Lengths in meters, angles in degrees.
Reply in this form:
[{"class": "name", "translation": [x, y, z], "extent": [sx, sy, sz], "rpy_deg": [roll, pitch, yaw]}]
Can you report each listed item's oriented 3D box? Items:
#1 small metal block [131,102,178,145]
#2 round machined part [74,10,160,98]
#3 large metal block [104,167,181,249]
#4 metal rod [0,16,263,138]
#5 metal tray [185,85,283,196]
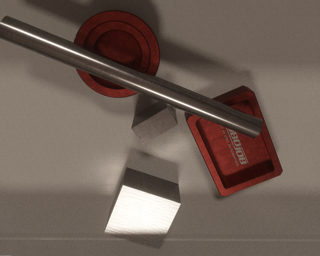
[{"class": "small metal block", "translation": [-0.007, -0.010, 0.394], "extent": [0.050, 0.050, 0.025], "rpy_deg": [-30, 108, 10]}, {"class": "round machined part", "translation": [-0.049, -0.088, 0.369], "extent": [0.099, 0.042, 0.097], "rpy_deg": [0, 110, -1]}, {"class": "large metal block", "translation": [-0.024, 0.113, 0.439], "extent": [0.080, 0.050, 0.079], "rpy_deg": [20, 109, -8]}, {"class": "metal rod", "translation": [-0.024, -0.052, 0.346], "extent": [0.302, 0.025, 0.025], "rpy_deg": [21, 109, -9]}, {"class": "metal tray", "translation": [0.099, 0.020, 0.417], "extent": [0.090, 0.030, 0.129], "rpy_deg": [-24, 109, 8]}]
